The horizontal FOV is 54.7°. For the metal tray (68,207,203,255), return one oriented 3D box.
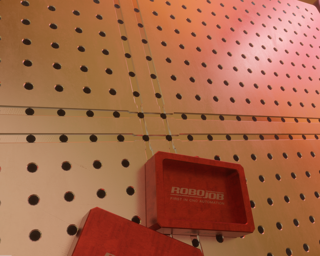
[{"bbox_3d":[-0.027,0.145,0.303,0.131,0.030,0.090,26,52,-12],"label":"metal tray"}]

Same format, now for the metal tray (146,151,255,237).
[{"bbox_3d":[0.049,0.083,0.382,0.131,0.030,0.090,11,57,-23],"label":"metal tray"}]
